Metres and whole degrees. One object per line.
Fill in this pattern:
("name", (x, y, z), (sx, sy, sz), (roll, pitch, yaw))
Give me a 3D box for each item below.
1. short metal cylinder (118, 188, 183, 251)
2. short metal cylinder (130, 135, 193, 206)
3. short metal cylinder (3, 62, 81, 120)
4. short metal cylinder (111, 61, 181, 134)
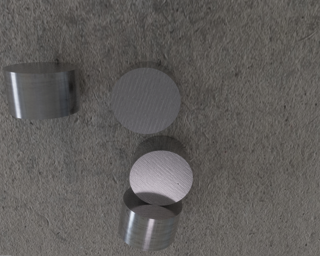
("short metal cylinder", (-0.014, 0.120, 0.425), (0.081, 0.080, 0.050), (10, 110, -4))
("short metal cylinder", (0.002, 0.056, 0.417), (0.081, 0.050, 0.079), (0, 110, 0))
("short metal cylinder", (-0.135, -0.046, 0.362), (0.081, 0.080, 0.050), (2, 110, -1))
("short metal cylinder", (-0.016, -0.039, 0.382), (0.081, 0.050, 0.079), (0, 110, 0))
